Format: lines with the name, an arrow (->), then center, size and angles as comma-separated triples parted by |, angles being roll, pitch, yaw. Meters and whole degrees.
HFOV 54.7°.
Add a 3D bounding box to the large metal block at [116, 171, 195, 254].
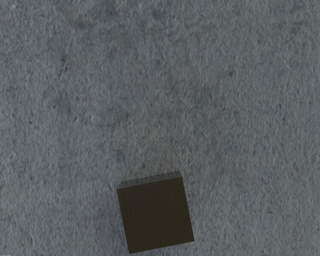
large metal block -> -0.005, 0.105, 0.398 | 0.080, 0.050, 0.080 | -11, 90, -1
